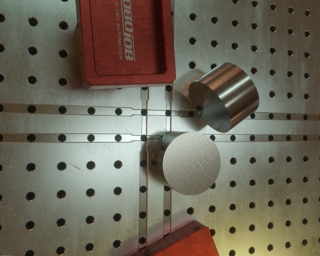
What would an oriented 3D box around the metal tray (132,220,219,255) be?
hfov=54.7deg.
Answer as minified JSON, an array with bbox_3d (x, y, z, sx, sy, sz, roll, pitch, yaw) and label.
[{"bbox_3d":[0.018,0.196,0.417,0.131,0.030,0.090,-23,98,-19],"label":"metal tray"}]

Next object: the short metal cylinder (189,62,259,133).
[{"bbox_3d":[0.084,-0.040,0.414,0.050,0.080,0.080,-35,102,-16],"label":"short metal cylinder"}]

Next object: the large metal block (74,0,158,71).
[{"bbox_3d":[-0.050,-0.106,0.365,0.081,0.080,0.050,-20,97,-19],"label":"large metal block"}]

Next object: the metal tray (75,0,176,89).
[{"bbox_3d":[-0.035,-0.107,0.311,0.091,0.030,0.129,-5,92,-20],"label":"metal tray"}]

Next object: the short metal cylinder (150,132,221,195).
[{"bbox_3d":[0.033,0.045,0.411,0.081,0.050,0.079,0,90,-20],"label":"short metal cylinder"}]
